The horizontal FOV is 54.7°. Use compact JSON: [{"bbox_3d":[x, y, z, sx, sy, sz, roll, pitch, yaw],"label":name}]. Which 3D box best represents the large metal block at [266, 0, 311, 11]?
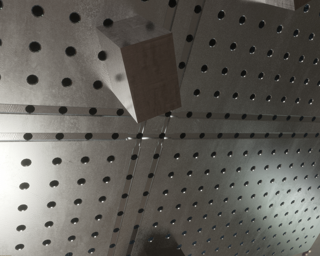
[{"bbox_3d":[0.168,-0.200,0.365,0.080,0.050,0.080,-33,129,-7],"label":"large metal block"}]

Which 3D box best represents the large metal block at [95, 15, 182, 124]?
[{"bbox_3d":[-0.023,-0.064,0.325,0.050,0.080,0.080,-22,127,-16],"label":"large metal block"}]

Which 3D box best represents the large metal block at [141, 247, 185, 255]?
[{"bbox_3d":[-0.001,0.266,0.562,0.081,0.050,0.079,12,112,-34],"label":"large metal block"}]
